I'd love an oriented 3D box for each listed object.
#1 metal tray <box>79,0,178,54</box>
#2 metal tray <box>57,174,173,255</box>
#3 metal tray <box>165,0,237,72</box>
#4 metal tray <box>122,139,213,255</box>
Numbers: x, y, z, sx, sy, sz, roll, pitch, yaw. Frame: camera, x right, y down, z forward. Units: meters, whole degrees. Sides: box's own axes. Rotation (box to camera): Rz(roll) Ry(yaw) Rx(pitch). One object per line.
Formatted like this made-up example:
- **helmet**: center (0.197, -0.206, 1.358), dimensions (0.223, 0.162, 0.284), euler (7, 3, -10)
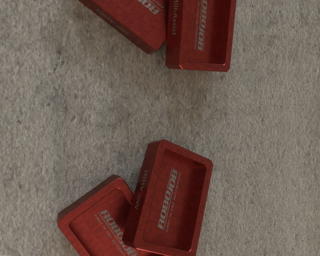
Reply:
- **metal tray**: center (-0.035, -0.169, 0.394), dimensions (0.130, 0.030, 0.090), euler (35, 78, -17)
- **metal tray**: center (-0.054, 0.136, 0.387), dimensions (0.090, 0.030, 0.130), euler (-35, 102, -17)
- **metal tray**: center (0.055, -0.140, 0.402), dimensions (0.091, 0.030, 0.129), euler (-4, 103, -36)
- **metal tray**: center (0.014, 0.090, 0.389), dimensions (0.090, 0.030, 0.130), euler (25, 68, -28)
